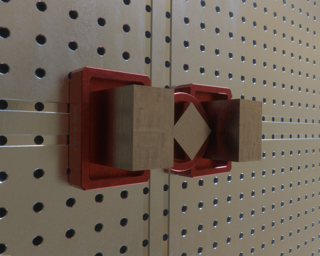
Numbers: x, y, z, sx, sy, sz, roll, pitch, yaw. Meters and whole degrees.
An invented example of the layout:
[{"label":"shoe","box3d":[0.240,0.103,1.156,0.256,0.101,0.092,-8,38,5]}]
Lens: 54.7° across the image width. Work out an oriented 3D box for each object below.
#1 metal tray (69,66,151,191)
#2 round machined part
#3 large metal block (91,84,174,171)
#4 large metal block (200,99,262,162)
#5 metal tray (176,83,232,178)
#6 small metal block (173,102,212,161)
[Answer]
[{"label":"metal tray","box3d":[-0.055,0.001,0.358,0.091,0.030,0.129,1,89,-40]},{"label":"round machined part","box3d":[0.015,0.005,0.399,0.099,0.042,0.097,0,90,-40]},{"label":"large metal block","box3d":[-0.031,0.000,0.330,0.050,0.080,0.080,1,90,-40]},{"label":"large metal block","box3d":[0.093,0.003,0.433,0.050,0.080,0.080,2,89,-40]},{"label":"metal tray","box3d":[0.066,0.003,0.460,0.091,0.030,0.129,0,90,-40]},{"label":"small metal block","box3d":[0.030,0.004,0.381,0.050,0.025,0.050,52,60,-27]}]
